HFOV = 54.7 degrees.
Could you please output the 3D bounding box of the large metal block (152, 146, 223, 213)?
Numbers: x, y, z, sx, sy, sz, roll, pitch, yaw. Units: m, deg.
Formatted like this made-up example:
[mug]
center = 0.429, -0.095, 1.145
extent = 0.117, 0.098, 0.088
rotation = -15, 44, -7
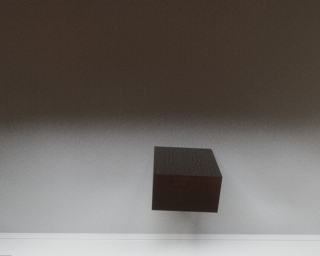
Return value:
[large metal block]
center = 0.031, 0.065, 0.406
extent = 0.081, 0.080, 0.050
rotation = 3, 110, -2
